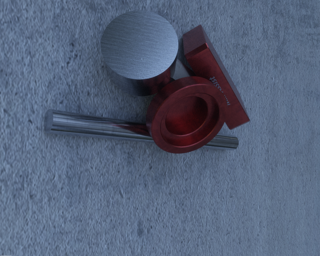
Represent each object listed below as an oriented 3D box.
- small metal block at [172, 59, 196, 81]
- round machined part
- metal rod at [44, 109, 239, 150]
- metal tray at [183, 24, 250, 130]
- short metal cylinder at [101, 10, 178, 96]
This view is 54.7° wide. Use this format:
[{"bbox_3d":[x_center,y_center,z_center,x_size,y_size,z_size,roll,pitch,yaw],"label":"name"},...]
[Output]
[{"bbox_3d":[0.018,-0.062,0.403,0.050,0.050,0.025,30,72,-36],"label":"small metal block"},{"bbox_3d":[0.029,-0.019,0.379,0.099,0.042,0.097,-13,129,-16],"label":"round machined part"},{"bbox_3d":[0.003,0.009,0.408,0.302,0.025,0.025,8,85,-40],"label":"metal rod"},{"bbox_3d":[0.078,-0.071,0.435,0.130,0.030,0.090,53,21,-27],"label":"metal tray"},{"bbox_3d":[-0.021,-0.081,0.346,0.081,0.050,0.080,0,76,-1],"label":"short metal cylinder"}]
